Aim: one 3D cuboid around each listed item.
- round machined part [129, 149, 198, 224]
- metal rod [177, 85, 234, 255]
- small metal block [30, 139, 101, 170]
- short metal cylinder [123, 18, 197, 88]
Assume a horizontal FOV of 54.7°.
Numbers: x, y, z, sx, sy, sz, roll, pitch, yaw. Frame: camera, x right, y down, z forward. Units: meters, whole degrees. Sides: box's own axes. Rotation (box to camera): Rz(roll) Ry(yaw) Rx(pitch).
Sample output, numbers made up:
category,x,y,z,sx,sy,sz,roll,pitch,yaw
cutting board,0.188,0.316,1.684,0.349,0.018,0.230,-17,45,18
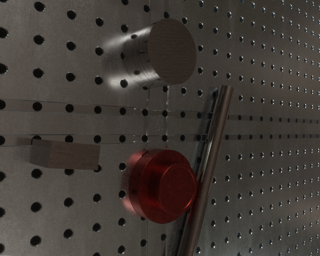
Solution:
category,x,y,z,sx,sy,sz,roll,pitch,yaw
round machined part,0.011,0.078,0.410,0.099,0.042,0.097,0,90,-40
metal rod,0.068,0.076,0.468,0.025,0.025,0.299,26,73,-37
small metal block,-0.096,0.027,0.313,0.050,0.050,0.025,9,84,-40
short metal cylinder,0.001,-0.093,0.395,0.081,0.050,0.079,0,90,-40
